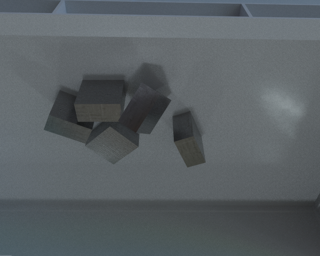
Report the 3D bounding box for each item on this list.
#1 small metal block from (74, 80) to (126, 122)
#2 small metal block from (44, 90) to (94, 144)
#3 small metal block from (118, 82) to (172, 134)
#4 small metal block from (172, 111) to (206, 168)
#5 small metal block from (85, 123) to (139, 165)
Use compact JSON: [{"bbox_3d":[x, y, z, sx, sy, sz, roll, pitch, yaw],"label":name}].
[{"bbox_3d":[-0.068,-0.033,0.364,0.050,0.050,0.025,0,130,-1],"label":"small metal block"},{"bbox_3d":[-0.107,-0.014,0.379,0.050,0.050,0.025,21,127,-17],"label":"small metal block"},{"bbox_3d":[-0.016,-0.021,0.360,0.025,0.050,0.050,34,96,15],"label":"small metal block"},{"bbox_3d":[0.038,0.015,0.406,0.025,0.050,0.050,-18,128,14],"label":"small metal block"},{"bbox_3d":[-0.064,0.017,0.422,0.050,0.025,0.050,-36,122,26],"label":"small metal block"}]
